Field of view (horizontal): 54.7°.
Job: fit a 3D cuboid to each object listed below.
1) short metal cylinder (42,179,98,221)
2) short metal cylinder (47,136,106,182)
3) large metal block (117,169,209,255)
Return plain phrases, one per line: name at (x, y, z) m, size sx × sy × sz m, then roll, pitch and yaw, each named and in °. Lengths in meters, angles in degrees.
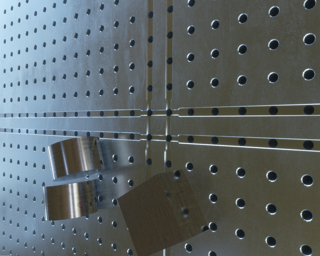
short metal cylinder at (-0.142, 0.112, 0.491) m, size 0.080 × 0.081 × 0.050 m, roll -12°, pitch 83°, yaw 39°
short metal cylinder at (-0.129, 0.049, 0.480) m, size 0.080 × 0.081 × 0.050 m, roll -23°, pitch 75°, yaw 37°
large metal block at (0.002, 0.108, 0.392) m, size 0.080 × 0.050 × 0.080 m, roll -37°, pitch 68°, yaw 34°
